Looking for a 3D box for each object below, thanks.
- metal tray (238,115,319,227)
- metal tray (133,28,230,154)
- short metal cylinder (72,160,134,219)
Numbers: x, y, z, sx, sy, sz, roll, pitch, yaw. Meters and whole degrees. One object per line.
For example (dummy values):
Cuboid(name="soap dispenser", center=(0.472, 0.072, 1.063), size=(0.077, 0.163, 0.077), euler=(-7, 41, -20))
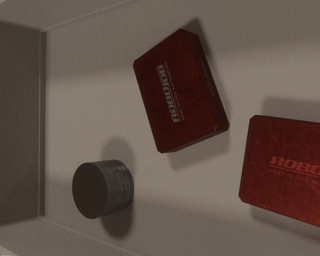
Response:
Cuboid(name="metal tray", center=(0.144, 0.040, 0.284), size=(0.130, 0.030, 0.089), euler=(11, 97, 39))
Cuboid(name="metal tray", center=(0.022, -0.043, 0.384), size=(0.090, 0.030, 0.129), euler=(-26, 74, 36))
Cuboid(name="short metal cylinder", center=(-0.085, 0.089, 0.458), size=(0.080, 0.050, 0.079), euler=(0, 90, 39))
